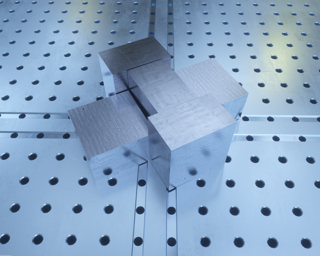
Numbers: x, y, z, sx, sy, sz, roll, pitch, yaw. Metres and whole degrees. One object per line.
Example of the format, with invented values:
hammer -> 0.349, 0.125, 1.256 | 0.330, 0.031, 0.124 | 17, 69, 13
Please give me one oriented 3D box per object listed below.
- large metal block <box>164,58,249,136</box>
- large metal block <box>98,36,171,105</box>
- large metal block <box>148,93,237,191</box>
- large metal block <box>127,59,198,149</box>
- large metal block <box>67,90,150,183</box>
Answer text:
large metal block -> 0.059, -0.042, 0.427 | 0.081, 0.050, 0.080 | -23, 56, -18
large metal block -> -0.033, -0.070, 0.430 | 0.081, 0.080, 0.050 | -22, 53, -18
large metal block -> 0.034, 0.016, 0.358 | 0.081, 0.080, 0.050 | -22, 54, -19
large metal block -> 0.001, -0.027, 0.395 | 0.050, 0.080, 0.080 | -23, 54, -18
large metal block -> -0.059, 0.008, 0.386 | 0.081, 0.050, 0.080 | -21, 53, -17
